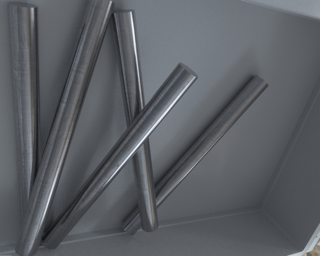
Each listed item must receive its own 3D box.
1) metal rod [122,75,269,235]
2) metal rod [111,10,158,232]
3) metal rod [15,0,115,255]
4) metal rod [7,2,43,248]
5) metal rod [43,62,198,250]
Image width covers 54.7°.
[{"bbox_3d":[0.048,0.044,0.461,0.299,0.025,0.025,-49,129,6],"label":"metal rod"},{"bbox_3d":[-0.026,0.012,0.384,0.025,0.025,0.298,-16,120,-19],"label":"metal rod"},{"bbox_3d":[-0.108,0.010,0.335,0.025,0.025,0.298,12,106,-33],"label":"metal rod"},{"bbox_3d":[-0.145,0.021,0.342,0.025,0.025,0.298,-4,121,-26],"label":"metal rod"},{"bbox_3d":[-0.060,0.047,0.371,0.025,0.025,0.299,24,116,-37],"label":"metal rod"}]
